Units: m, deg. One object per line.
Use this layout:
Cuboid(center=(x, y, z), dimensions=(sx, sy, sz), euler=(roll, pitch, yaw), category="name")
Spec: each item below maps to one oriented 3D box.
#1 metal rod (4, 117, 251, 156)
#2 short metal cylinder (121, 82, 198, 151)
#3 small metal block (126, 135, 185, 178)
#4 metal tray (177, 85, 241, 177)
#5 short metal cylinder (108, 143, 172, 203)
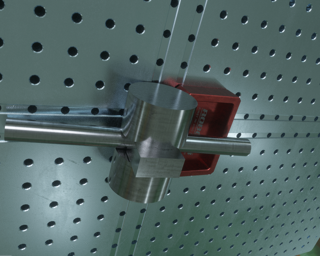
Cuboid(center=(-0.021, 0.014, 0.378), dimensions=(0.302, 0.025, 0.025), euler=(5, 116, -21), category="metal rod")
Cuboid(center=(-0.002, -0.016, 0.363), dimensions=(0.081, 0.080, 0.050), euler=(1, 118, -29), category="short metal cylinder")
Cuboid(center=(-0.006, 0.031, 0.349), dimensions=(0.050, 0.050, 0.025), euler=(5, 116, -21), category="small metal block")
Cuboid(center=(0.052, 0.008, 0.441), dimensions=(0.091, 0.030, 0.129), euler=(1, 118, -29), category="metal tray")
Cuboid(center=(-0.022, 0.050, 0.394), dimensions=(0.081, 0.080, 0.050), euler=(1, 118, -29), category="short metal cylinder")
